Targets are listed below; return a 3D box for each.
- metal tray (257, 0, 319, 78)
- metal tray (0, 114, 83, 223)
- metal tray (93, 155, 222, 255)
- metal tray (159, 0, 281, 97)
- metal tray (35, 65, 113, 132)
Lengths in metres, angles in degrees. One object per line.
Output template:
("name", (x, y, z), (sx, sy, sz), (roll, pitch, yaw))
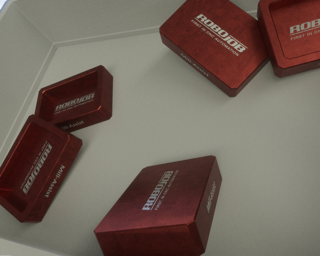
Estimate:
("metal tray", (0.186, -0.118, 0.346), (0.130, 0.030, 0.090), (-14, 77, 11))
("metal tray", (-0.178, 0.055, 0.440), (0.090, 0.030, 0.130), (25, 85, 29))
("metal tray", (0.007, 0.072, 0.303), (0.090, 0.030, 0.131), (-13, 14, 21))
("metal tray", (0.075, -0.114, 0.401), (0.130, 0.030, 0.090), (42, 86, 15))
("metal tray", (-0.140, -0.041, 0.501), (0.130, 0.030, 0.090), (-17, 55, 18))
